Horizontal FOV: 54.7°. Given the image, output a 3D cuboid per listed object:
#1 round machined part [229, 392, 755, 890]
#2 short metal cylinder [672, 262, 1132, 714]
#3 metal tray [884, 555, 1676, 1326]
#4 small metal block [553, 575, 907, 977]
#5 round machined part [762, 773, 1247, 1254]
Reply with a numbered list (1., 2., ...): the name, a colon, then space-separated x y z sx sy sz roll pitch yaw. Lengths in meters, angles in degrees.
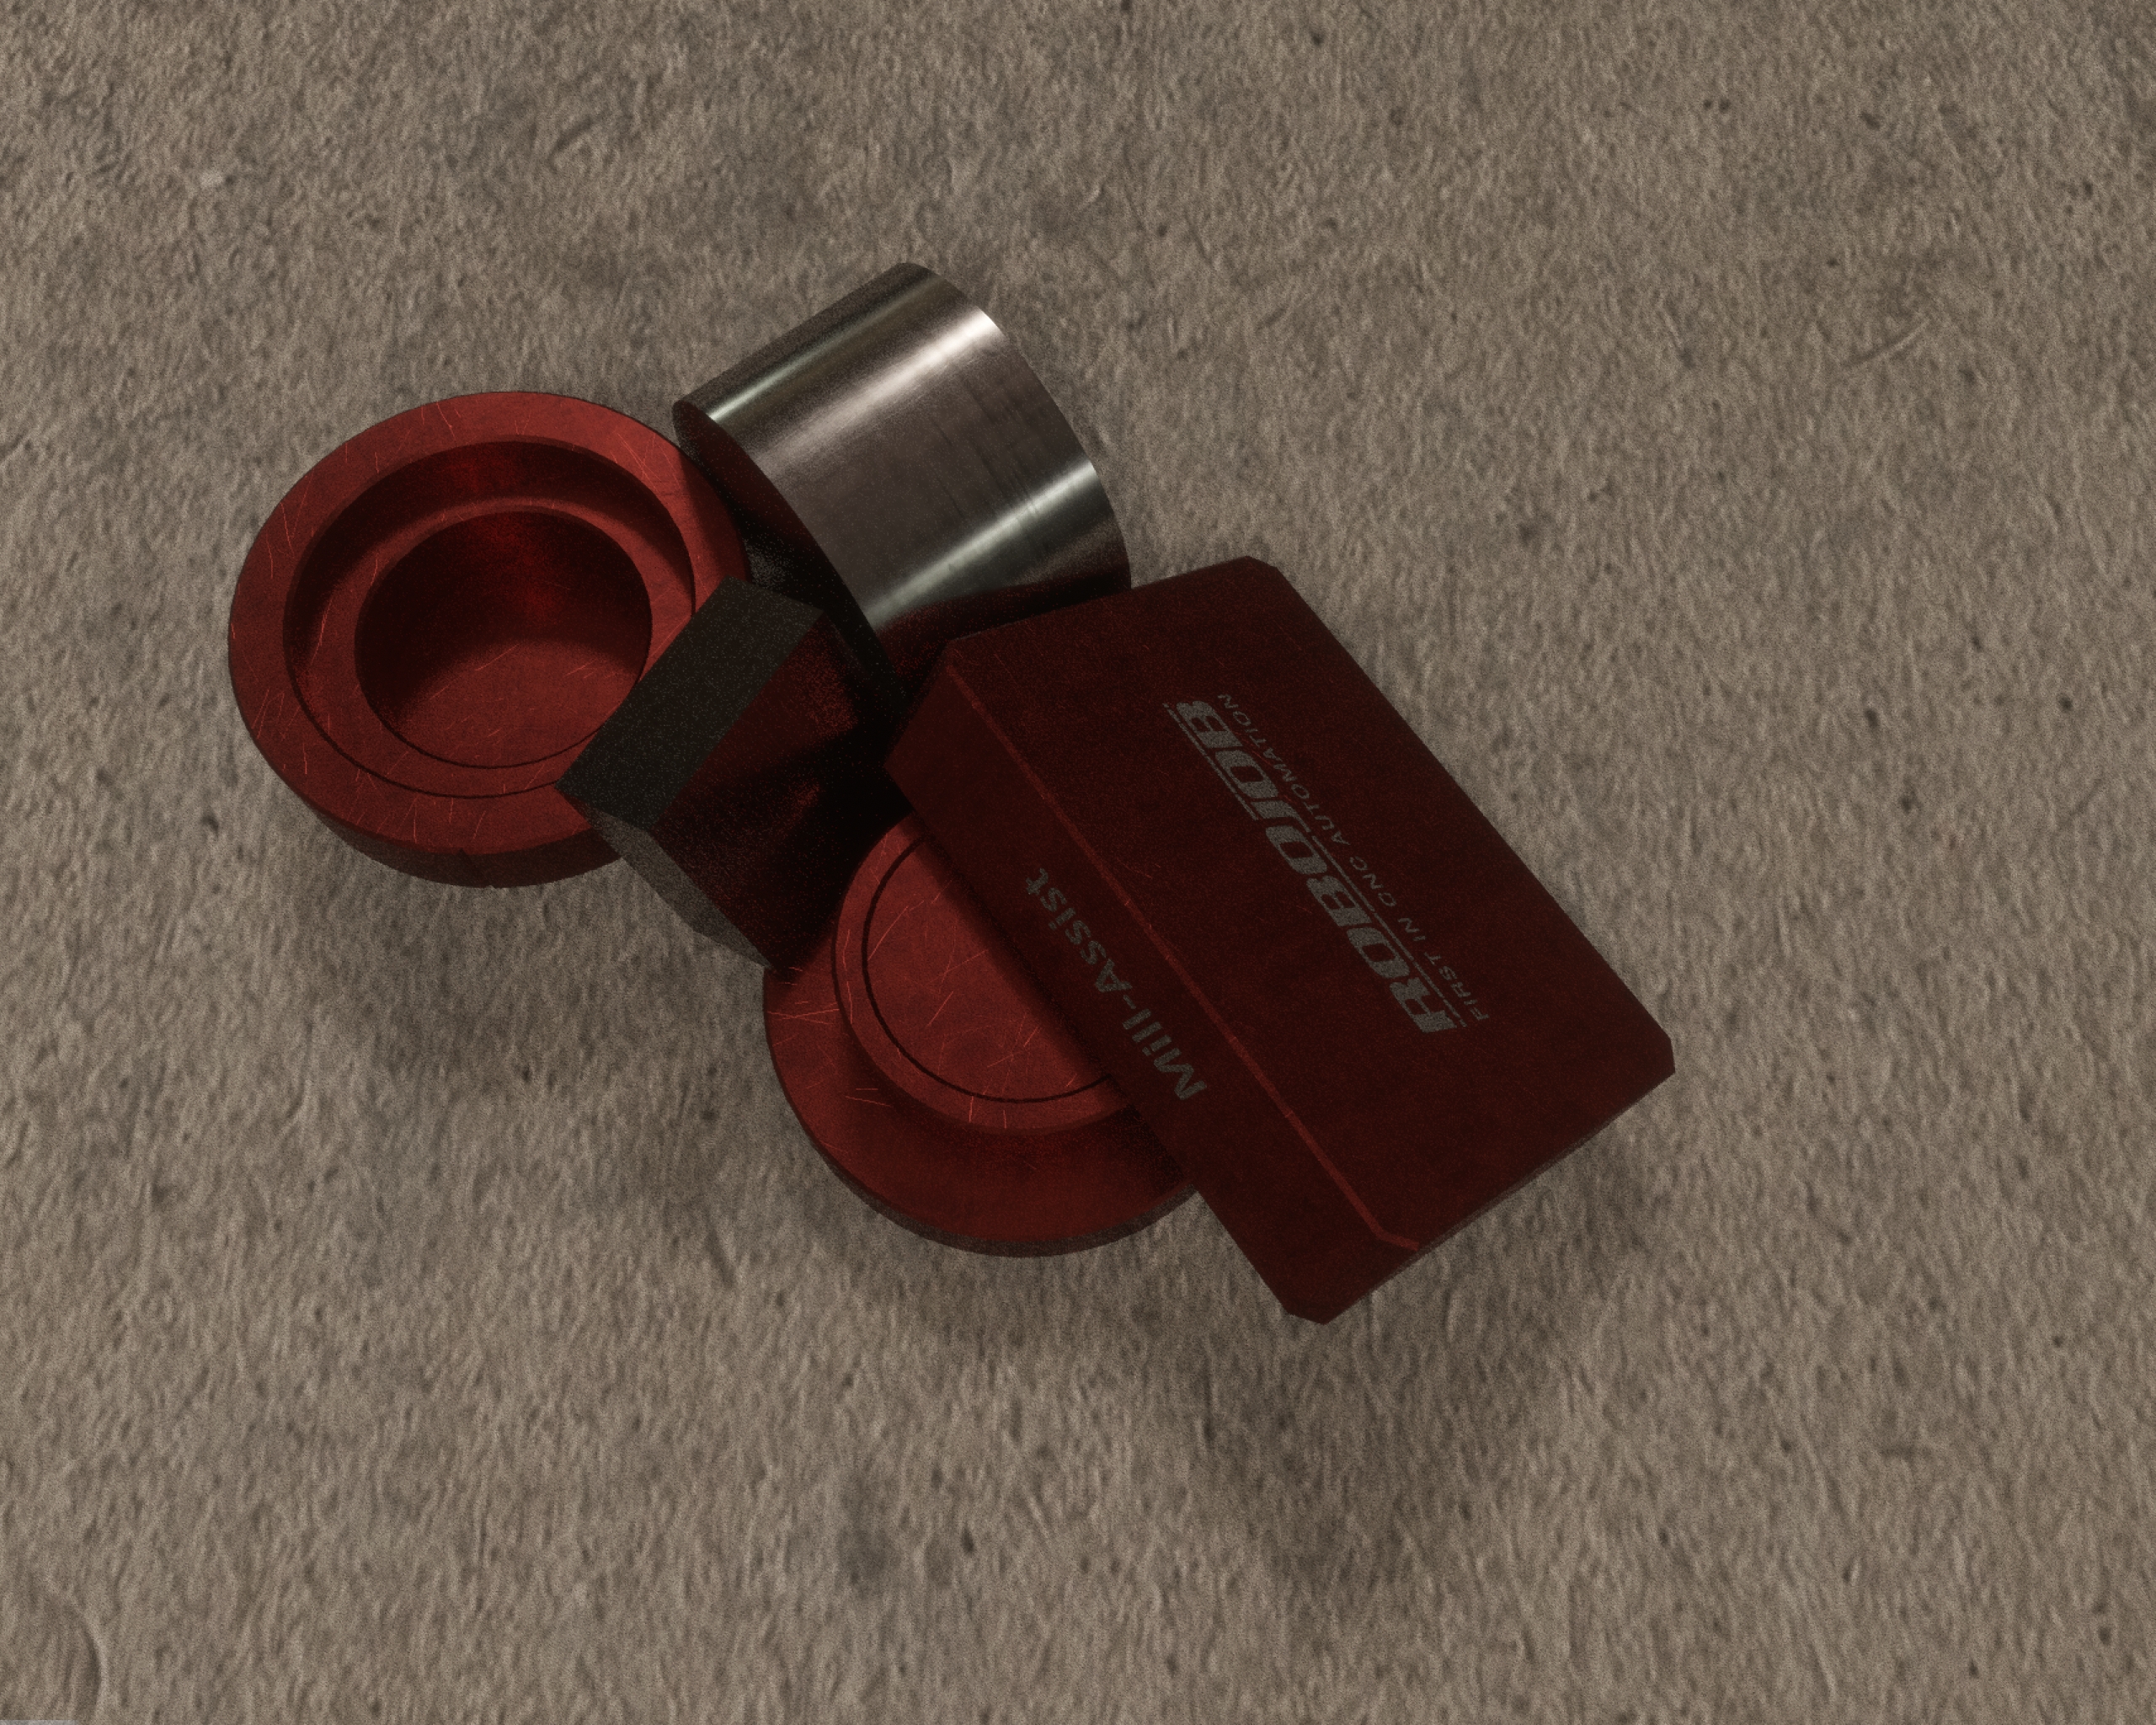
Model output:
1. round machined part: -0.111 -0.040 0.414 0.099 0.042 0.098 0 70 -1
2. short metal cylinder: -0.034 -0.068 0.405 0.050 0.080 0.080 -36 74 -12
3. metal tray: 0.037 0.008 0.381 0.091 0.030 0.130 -22 68 -42
4. small metal block: -0.059 -0.015 0.382 0.025 0.050 0.050 23 69 34
5. round machined part: -0.010 0.022 0.392 0.099 0.042 0.098 0 70 -1
